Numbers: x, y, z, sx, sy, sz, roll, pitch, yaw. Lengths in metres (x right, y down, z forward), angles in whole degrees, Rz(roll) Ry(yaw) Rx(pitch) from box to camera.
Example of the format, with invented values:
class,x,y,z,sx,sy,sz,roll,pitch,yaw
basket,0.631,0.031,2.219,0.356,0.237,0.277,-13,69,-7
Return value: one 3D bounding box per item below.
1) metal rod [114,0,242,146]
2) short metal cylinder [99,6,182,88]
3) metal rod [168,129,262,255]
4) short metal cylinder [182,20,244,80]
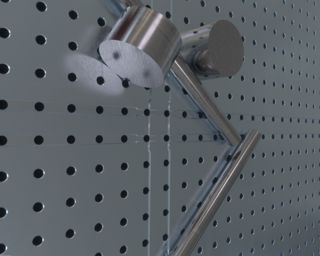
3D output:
class,x,y,z,sx,sy,sz,roll,pitch,yaw
metal rod,0.035,-0.075,0.437,0.300,0.025,0.025,47,62,-30
short metal cylinder,-0.021,-0.090,0.355,0.080,0.080,0.050,40,66,-33
metal rod,0.083,0.112,0.478,0.301,0.025,0.025,-50,120,-28
short metal cylinder,0.079,-0.113,0.459,0.081,0.050,0.080,0,90,-40
